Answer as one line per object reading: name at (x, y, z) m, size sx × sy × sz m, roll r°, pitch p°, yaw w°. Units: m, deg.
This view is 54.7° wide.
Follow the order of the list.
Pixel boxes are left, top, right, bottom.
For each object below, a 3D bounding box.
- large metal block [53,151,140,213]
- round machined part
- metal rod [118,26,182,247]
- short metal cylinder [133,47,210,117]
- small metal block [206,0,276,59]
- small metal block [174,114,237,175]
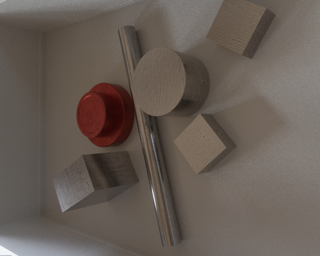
large metal block at (-0.092, 0.076, 0.444) m, size 0.080 × 0.081 × 0.050 m, roll -36°, pitch 68°, yaw 34°
round machined part at (-0.088, -0.020, 0.466) m, size 0.098 × 0.042 × 0.097 m, roll 0°, pitch 90°, yaw 39°
metal rod at (-0.016, 0.003, 0.418) m, size 0.025 × 0.025 × 0.299 m, roll -20°, pitch 77°, yaw 38°
short metal cylinder at (0.013, -0.054, 0.378) m, size 0.080 × 0.050 × 0.079 m, roll 0°, pitch 90°, yaw 39°
small metal block at (0.086, -0.110, 0.335) m, size 0.050 × 0.025 × 0.050 m, roll 38°, pitch 113°, yaw 33°
small metal block at (0.052, 0.019, 0.363) m, size 0.050 × 0.025 × 0.050 m, roll -49°, pitch 62°, yaw 29°
